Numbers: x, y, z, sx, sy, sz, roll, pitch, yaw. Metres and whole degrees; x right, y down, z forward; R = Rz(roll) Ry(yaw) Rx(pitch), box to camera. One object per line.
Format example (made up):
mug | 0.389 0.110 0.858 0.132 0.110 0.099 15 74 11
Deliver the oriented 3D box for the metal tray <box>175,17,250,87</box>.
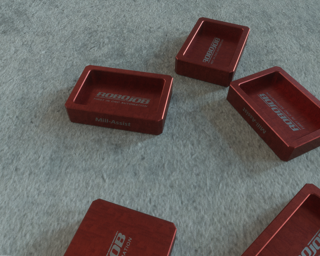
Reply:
metal tray | 0.088 -0.129 0.509 0.090 0.030 0.130 17 52 13

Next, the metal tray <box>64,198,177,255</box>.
metal tray | -0.046 0.139 0.283 0.090 0.030 0.130 15 51 12

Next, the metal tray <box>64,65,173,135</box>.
metal tray | -0.053 -0.042 0.434 0.131 0.030 0.090 9 50 6

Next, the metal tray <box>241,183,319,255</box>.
metal tray | 0.143 0.125 0.296 0.131 0.030 0.090 -35 58 -26

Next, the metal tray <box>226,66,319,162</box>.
metal tray | 0.165 -0.025 0.423 0.091 0.030 0.130 -21 53 -17
